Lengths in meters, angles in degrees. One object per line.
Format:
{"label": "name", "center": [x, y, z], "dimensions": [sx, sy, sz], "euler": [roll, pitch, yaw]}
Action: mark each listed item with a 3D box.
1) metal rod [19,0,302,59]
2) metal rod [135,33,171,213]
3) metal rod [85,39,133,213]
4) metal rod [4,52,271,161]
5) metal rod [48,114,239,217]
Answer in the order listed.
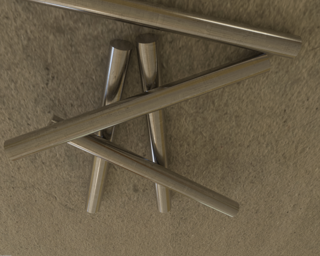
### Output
{"label": "metal rod", "center": [-0.002, -0.112, 0.311], "dimensions": [0.302, 0.025, 0.025], "euler": [9, 130, -9]}
{"label": "metal rod", "center": [-0.003, 0.019, 0.423], "dimensions": [0.025, 0.025, 0.298], "euler": [-3, 130, 2]}
{"label": "metal rod", "center": [-0.077, 0.021, 0.424], "dimensions": [0.025, 0.025, 0.298], "euler": [10, 129, -9]}
{"label": "metal rod", "center": [-0.024, -0.025, 0.346], "dimensions": [0.302, 0.025, 0.025], "euler": [-19, 129, 0]}
{"label": "metal rod", "center": [-0.009, 0.061, 0.424], "dimensions": [0.301, 0.025, 0.025], "euler": [28, 125, -23]}
